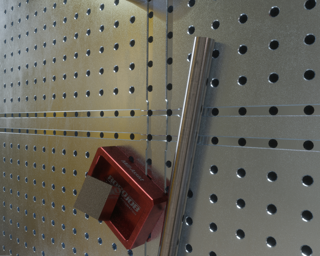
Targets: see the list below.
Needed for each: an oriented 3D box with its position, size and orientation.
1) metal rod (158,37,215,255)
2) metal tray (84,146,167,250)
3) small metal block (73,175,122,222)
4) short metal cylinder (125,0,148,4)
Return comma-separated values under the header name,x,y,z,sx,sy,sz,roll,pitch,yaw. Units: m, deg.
name,x,y,z,sx,sy,sz,roll,pitch,yaw
metal rod,0.029,0.041,0.385,0.025,0.025,0.298,15,100,39
metal tray,-0.057,0.097,0.453,0.130,0.030,0.089,39,114,33
small metal block,-0.091,0.102,0.453,0.050,0.025,0.050,16,78,31
short metal cylinder,-0.041,-0.219,0.427,0.080,0.050,0.080,0,90,40
